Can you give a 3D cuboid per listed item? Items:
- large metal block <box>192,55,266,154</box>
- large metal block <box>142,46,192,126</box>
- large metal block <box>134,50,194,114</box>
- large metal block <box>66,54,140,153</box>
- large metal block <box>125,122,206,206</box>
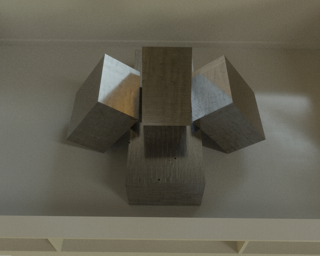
[{"bbox_3d":[0.082,-0.028,0.382,0.050,0.080,0.080,-26,43,29],"label":"large metal block"},{"bbox_3d":[0.006,-0.047,0.355,0.050,0.079,0.080,0,6,-1],"label":"large metal block"},{"bbox_3d":[0.005,-0.067,0.440,0.081,0.050,0.080,-1,50,-1],"label":"large metal block"},{"bbox_3d":[-0.068,-0.028,0.381,0.050,0.080,0.080,24,44,-28],"label":"large metal block"},{"bbox_3d":[0.006,0.040,0.353,0.080,0.050,0.080,1,50,0],"label":"large metal block"}]
